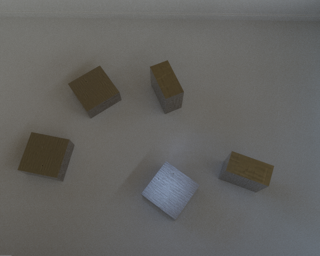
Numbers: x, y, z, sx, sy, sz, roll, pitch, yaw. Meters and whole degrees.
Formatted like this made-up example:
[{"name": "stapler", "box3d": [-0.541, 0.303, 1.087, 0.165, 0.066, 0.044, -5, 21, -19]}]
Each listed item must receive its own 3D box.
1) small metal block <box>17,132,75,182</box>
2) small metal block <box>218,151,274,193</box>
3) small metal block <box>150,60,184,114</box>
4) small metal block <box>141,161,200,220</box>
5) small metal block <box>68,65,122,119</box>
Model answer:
[{"name": "small metal block", "box3d": [-0.144, 0.037, 0.395, 0.050, 0.025, 0.050, 11, 70, 4]}, {"name": "small metal block", "box3d": [0.103, 0.054, 0.377, 0.050, 0.050, 0.025, 20, 71, 7]}, {"name": "small metal block", "box3d": [0.009, -0.054, 0.416, 0.025, 0.050, 0.050, -22, 72, -8]}, {"name": "small metal block", "box3d": [0.013, 0.078, 0.381, 0.050, 0.025, 0.050, 35, 74, 12]}, {"name": "small metal block", "box3d": [-0.089, -0.050, 0.427, 0.050, 0.025, 0.050, -33, 74, -12]}]
